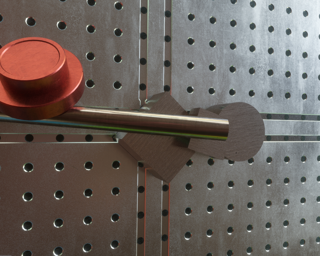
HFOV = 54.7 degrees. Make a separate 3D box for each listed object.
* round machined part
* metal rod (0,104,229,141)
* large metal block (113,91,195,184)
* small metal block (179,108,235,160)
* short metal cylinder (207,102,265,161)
[{"bbox_3d":[-0.132,-0.059,0.327,0.099,0.042,0.098,3,52,-4],"label":"round machined part"},{"bbox_3d":[-0.076,-0.011,0.339,0.302,0.025,0.025,5,88,-4],"label":"metal rod"},{"bbox_3d":[0.001,0.011,0.398,0.080,0.050,0.080,46,76,-15],"label":"large metal block"},{"bbox_3d":[0.058,0.007,0.380,0.050,0.025,0.050,20,83,-19],"label":"small metal block"},{"bbox_3d":[0.099,0.005,0.437,0.081,0.050,0.079,0,90,-21],"label":"short metal cylinder"}]
